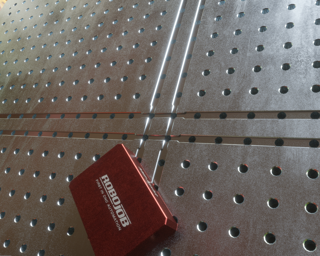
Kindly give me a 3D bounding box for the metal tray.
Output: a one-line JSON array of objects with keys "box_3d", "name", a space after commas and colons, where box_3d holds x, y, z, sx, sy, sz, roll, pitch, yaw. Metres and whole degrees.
[{"box_3d": [-0.050, 0.092, 0.376, 0.090, 0.030, 0.130, -39, 51, 2], "name": "metal tray"}]
